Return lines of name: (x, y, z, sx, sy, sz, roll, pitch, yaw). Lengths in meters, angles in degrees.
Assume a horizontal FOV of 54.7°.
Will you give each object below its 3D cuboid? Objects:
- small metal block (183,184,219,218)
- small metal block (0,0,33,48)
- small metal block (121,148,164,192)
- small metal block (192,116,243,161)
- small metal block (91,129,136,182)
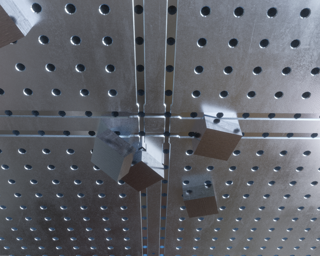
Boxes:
small metal block: (0.068, 0.122, 0.517, 0.050, 0.025, 0.050, -11, 130, 9)
small metal block: (-0.170, -0.110, 0.315, 0.050, 0.025, 0.050, -19, 128, 15)
small metal block: (-0.029, 0.064, 0.466, 0.050, 0.025, 0.050, -32, 124, 24)
small metal block: (0.077, 0.015, 0.426, 0.050, 0.025, 0.050, 12, 129, -11)
small metal block: (-0.065, 0.038, 0.427, 0.050, 0.025, 0.050, 35, 130, 17)
